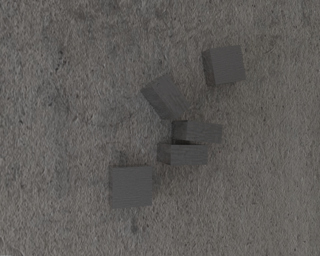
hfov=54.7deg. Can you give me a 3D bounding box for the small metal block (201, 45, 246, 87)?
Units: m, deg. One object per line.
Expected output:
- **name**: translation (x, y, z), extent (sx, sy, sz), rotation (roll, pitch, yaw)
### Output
- **small metal block**: translation (0.091, -0.088, 0.442), extent (0.050, 0.025, 0.050), rotation (-12, 94, -20)

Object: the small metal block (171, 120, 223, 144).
- **small metal block**: translation (0.048, 0.005, 0.413), extent (0.050, 0.050, 0.025), rotation (6, 88, -20)

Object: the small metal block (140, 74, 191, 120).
- **small metal block**: translation (0.006, -0.038, 0.398), extent (0.025, 0.050, 0.050), rotation (-41, 103, -15)

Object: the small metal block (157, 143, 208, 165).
- **small metal block**: translation (0.028, 0.033, 0.406), extent (0.050, 0.050, 0.025), rotation (2, 90, -20)

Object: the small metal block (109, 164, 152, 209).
- **small metal block**: translation (-0.038, 0.073, 0.395), extent (0.050, 0.025, 0.050), rotation (0, 90, -20)
